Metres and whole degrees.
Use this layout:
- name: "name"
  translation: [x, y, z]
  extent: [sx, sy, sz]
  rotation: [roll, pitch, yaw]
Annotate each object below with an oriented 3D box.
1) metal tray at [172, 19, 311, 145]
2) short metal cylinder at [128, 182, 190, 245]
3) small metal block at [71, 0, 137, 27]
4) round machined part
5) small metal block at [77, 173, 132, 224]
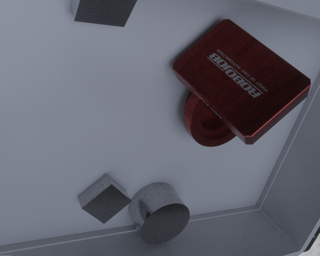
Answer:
- name: "metal tray"
  translation: [0.089, -0.056, 0.356]
  extent: [0.090, 0.130, 0.030]
  rotation: [-41, 154, -1]
- name: "short metal cylinder"
  translation: [-0.002, 0.130, 0.474]
  extent: [0.081, 0.050, 0.079]
  rotation: [-14, 125, -21]
- name: "small metal block"
  translation: [-0.051, -0.123, 0.289]
  extent: [0.050, 0.025, 0.050]
  rotation: [-3, 158, -28]
- name: "round machined part"
  translation: [0.074, -0.026, 0.424]
  extent: [0.099, 0.042, 0.097]
  rotation: [-14, 125, -21]
- name: "small metal block"
  translation: [-0.076, 0.098, 0.429]
  extent: [0.050, 0.025, 0.050]
  rotation: [-39, 130, -2]
